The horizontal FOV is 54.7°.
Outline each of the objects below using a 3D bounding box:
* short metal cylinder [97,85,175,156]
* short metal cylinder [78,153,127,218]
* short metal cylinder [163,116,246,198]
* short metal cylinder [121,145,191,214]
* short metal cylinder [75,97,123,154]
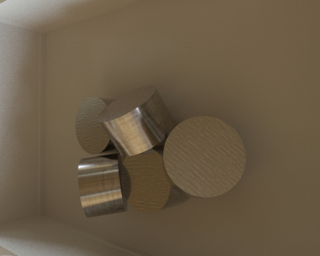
[{"bbox_3d":[-0.029,-0.010,0.381,0.080,0.080,0.050,-10,119,39],"label":"short metal cylinder"},{"bbox_3d":[-0.076,0.077,0.420,0.050,0.080,0.080,-8,83,-3],"label":"short metal cylinder"},{"bbox_3d":[0.043,0.032,0.325,0.081,0.050,0.080,0,76,-1],"label":"short metal cylinder"},{"bbox_3d":[-0.003,0.062,0.389,0.080,0.050,0.079,0,90,39],"label":"short metal cylinder"},{"bbox_3d":[-0.077,-0.003,0.448,0.080,0.050,0.079,0,90,39],"label":"short metal cylinder"}]
